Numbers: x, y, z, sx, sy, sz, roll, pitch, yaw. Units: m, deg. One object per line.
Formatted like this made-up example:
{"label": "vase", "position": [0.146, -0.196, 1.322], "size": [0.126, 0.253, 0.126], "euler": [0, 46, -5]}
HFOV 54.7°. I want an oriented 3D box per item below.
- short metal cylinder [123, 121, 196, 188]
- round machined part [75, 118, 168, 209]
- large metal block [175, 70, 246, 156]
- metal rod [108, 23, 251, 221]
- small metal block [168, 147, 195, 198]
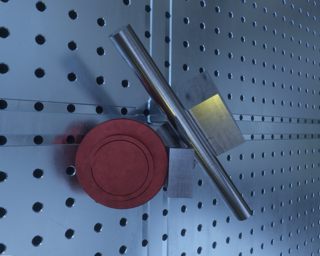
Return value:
{"label": "short metal cylinder", "position": [0.000, 0.031, 0.388], "size": [0.081, 0.050, 0.079], "euler": [0, 90, -40]}
{"label": "round machined part", "position": [-0.040, 0.038, 0.327], "size": [0.099, 0.042, 0.097], "euler": [0, 93, -2]}
{"label": "large metal block", "position": [0.065, -0.020, 0.415], "size": [0.080, 0.050, 0.080], "euler": [54, 16, -27]}
{"label": "metal rod", "position": [0.038, 0.012, 0.372], "size": [0.025, 0.025, 0.300], "euler": [-51, 120, -28]}
{"label": "small metal block", "position": [0.022, 0.046, 0.339], "size": [0.025, 0.050, 0.050], "euler": [3, 89, 0]}
